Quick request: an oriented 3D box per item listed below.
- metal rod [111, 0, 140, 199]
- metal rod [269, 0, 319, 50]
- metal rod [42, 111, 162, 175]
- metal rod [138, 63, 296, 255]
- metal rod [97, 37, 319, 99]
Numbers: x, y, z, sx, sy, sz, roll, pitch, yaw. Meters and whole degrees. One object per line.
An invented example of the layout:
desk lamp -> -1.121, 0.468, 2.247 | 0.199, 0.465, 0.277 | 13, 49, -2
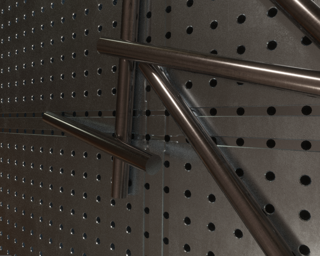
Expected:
metal rod -> -0.050, -0.048, 0.448 | 0.025, 0.025, 0.298 | 6, 94, 39
metal rod -> 0.130, -0.120, 0.301 | 0.025, 0.025, 0.299 | -46, 63, 30
metal rod -> -0.107, 0.012, 0.469 | 0.300, 0.025, 0.025 | 17, 101, 46
metal rod -> 0.056, 0.027, 0.361 | 0.025, 0.025, 0.299 | -47, 62, 29
metal rod -> 0.041, -0.075, 0.355 | 0.300, 0.025, 0.025 | 19, 102, 32
